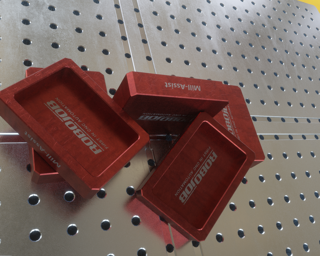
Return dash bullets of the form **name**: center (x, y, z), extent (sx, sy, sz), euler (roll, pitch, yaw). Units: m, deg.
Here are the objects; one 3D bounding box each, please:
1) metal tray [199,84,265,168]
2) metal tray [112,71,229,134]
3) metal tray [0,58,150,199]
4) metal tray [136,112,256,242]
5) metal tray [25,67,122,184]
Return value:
- **metal tray**: center (0.094, -0.006, 0.460), extent (0.091, 0.030, 0.130), euler (3, 61, -27)
- **metal tray**: center (0.008, -0.026, 0.387), extent (0.131, 0.090, 0.030), euler (1, 61, -28)
- **metal tray**: center (-0.086, -0.004, 0.321), extent (0.130, 0.030, 0.090), euler (44, 50, 2)
- **metal tray**: center (0.046, 0.056, 0.373), extent (0.090, 0.030, 0.130), euler (40, 68, -2)
- **metal tray**: center (-0.102, -0.006, 0.355), extent (0.091, 0.030, 0.130), euler (-1, 63, -29)
